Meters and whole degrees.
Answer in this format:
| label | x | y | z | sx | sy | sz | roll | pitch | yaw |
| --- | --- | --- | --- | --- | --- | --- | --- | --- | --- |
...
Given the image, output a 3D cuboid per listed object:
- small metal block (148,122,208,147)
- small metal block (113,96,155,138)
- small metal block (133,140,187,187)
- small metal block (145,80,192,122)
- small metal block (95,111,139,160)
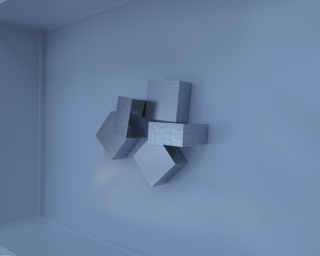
| label | x | y | z | sx | sy | sz | roll | pitch | yaw |
| --- | --- | --- | --- | --- | --- | --- | --- | --- | --- |
| small metal block | 0.022 | 0.007 | 0.368 | 0.050 | 0.050 | 0.025 | 4 | 93 | 39 |
| small metal block | -0.032 | -0.014 | 0.412 | 0.025 | 0.050 | 0.050 | 16 | 100 | 38 |
| small metal block | -0.001 | 0.040 | 0.403 | 0.050 | 0.025 | 0.050 | -48 | 62 | 29 |
| small metal block | 0.010 | -0.035 | 0.394 | 0.050 | 0.025 | 0.050 | 8 | 95 | 39 |
| small metal block | -0.062 | 0.011 | 0.453 | 0.050 | 0.025 | 0.050 | -52 | 60 | 27 |
